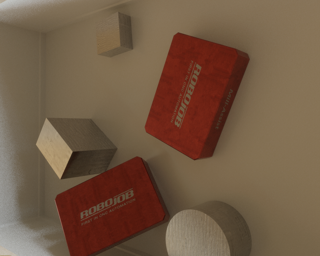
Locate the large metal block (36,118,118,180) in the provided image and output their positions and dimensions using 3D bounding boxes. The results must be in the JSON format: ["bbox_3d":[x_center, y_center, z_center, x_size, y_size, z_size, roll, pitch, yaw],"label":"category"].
[{"bbox_3d":[-0.127,0.028,0.473,0.080,0.081,0.050,43,116,31],"label":"large metal block"}]

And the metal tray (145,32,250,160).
[{"bbox_3d":[0.039,-0.038,0.370,0.090,0.030,0.129,29,108,36],"label":"metal tray"}]

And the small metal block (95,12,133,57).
[{"bbox_3d":[-0.069,-0.137,0.461,0.050,0.025,0.050,-7,86,39],"label":"small metal block"}]

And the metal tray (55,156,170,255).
[{"bbox_3d":[-0.064,0.106,0.409,0.130,0.030,0.090,-26,67,3],"label":"metal tray"}]

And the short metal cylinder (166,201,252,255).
[{"bbox_3d":[0.053,0.126,0.345,0.080,0.050,0.079,0,90,39],"label":"short metal cylinder"}]
